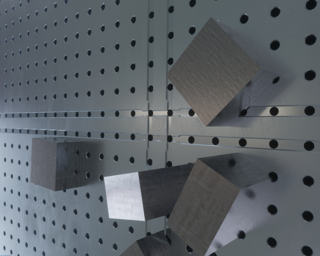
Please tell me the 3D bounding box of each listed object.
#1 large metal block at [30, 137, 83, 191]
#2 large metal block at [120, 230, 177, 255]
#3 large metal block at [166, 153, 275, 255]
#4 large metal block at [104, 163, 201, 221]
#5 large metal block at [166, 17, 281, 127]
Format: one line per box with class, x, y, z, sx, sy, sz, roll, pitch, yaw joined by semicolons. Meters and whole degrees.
large metal block;-0.183;0.060;0.546;0.080;0.050;0.080;6;94;40
large metal block;-0.016;0.196;0.408;0.080;0.050;0.080;-49;61;29
large metal block;0.063;0.075;0.322;0.050;0.081;0.080;35;112;34
large metal block;-0.010;0.076;0.372;0.080;0.081;0.050;-18;78;52
large metal block;0.066;-0.058;0.339;0.080;0.050;0.080;-50;61;28
